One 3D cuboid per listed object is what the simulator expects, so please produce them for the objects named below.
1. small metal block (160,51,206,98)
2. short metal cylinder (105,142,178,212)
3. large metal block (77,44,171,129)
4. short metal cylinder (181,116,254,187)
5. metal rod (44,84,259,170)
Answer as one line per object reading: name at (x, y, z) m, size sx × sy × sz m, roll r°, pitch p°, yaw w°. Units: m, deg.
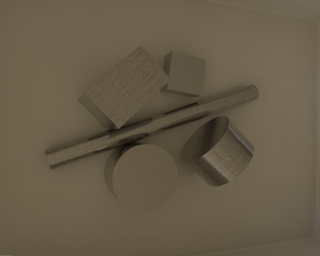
small metal block at (0.032, -0.072, 0.422) m, size 0.050 × 0.025 × 0.050 m, roll 9°, pitch 87°, yaw -20°
short metal cylinder at (-0.025, 0.058, 0.387) m, size 0.081 × 0.050 × 0.079 m, roll 0°, pitch 90°, yaw -21°
large metal block at (-0.045, -0.045, 0.364) m, size 0.080 × 0.080 × 0.050 m, roll -45°, pitch 105°, yaw -15°
short metal cylinder at (0.075, 0.030, 0.409) m, size 0.050 × 0.080 × 0.080 m, roll 45°, pitch 76°, yaw -15°
metal rod at (0.004, -0.008, 0.412) m, size 0.302 × 0.025 × 0.025 m, roll -19°, pitch 97°, yaw -20°
